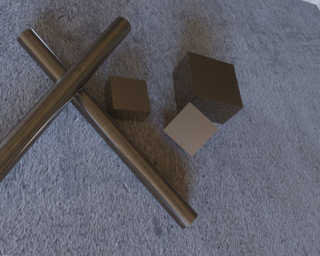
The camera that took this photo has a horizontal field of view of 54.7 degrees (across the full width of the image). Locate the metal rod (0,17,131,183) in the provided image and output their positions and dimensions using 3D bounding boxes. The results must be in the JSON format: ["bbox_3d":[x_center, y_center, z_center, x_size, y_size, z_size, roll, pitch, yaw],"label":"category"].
[{"bbox_3d":[-0.116,-0.026,0.332,0.025,0.025,0.301,35,59,-6],"label":"metal rod"}]

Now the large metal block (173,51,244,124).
[{"bbox_3d":[0.069,-0.058,0.463,0.081,0.050,0.080,10,57,-23],"label":"large metal block"}]

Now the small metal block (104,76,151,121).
[{"bbox_3d":[-0.043,-0.038,0.405,0.050,0.025,0.050,4,60,-27],"label":"small metal block"}]

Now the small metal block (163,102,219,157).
[{"bbox_3d":[0.040,0.001,0.409,0.050,0.025,0.050,43,94,0],"label":"small metal block"}]

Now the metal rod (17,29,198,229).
[{"bbox_3d":[-0.065,-0.003,0.371,0.300,0.025,0.025,48,51,5],"label":"metal rod"}]
